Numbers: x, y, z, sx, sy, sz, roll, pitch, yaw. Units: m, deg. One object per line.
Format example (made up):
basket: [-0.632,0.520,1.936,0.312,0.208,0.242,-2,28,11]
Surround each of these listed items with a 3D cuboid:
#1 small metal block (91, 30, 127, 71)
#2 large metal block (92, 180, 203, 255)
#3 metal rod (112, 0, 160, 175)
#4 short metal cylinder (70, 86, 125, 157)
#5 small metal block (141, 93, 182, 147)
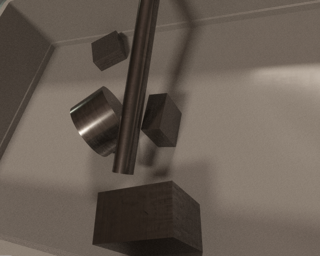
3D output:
small metal block: [-0.088,-0.132,0.531,0.050,0.025,0.050,-23,53,13]
large metal block: [-0.009,0.096,0.315,0.080,0.080,0.050,-13,57,21]
metal rod: [-0.022,-0.094,0.376,0.025,0.025,0.298,4,83,30]
short metal cylinder: [-0.073,-0.009,0.412,0.050,0.080,0.080,-34,52,6]
small metal block: [0.003,-0.009,0.392,0.025,0.050,0.050,-2,61,27]
